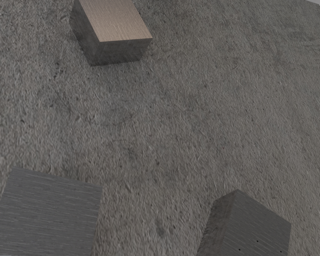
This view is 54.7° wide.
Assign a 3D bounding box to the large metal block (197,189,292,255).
[{"bbox_3d":[0.099,0.132,0.360,0.080,0.050,0.080,34,51,-6],"label":"large metal block"}]

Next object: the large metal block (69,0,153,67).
[{"bbox_3d":[-0.070,-0.137,0.434,0.081,0.050,0.080,-16,70,-34],"label":"large metal block"}]

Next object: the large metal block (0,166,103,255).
[{"bbox_3d":[-0.104,0.089,0.278,0.081,0.050,0.080,17,55,-18],"label":"large metal block"}]
